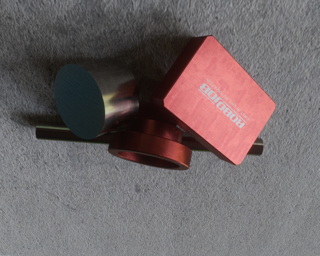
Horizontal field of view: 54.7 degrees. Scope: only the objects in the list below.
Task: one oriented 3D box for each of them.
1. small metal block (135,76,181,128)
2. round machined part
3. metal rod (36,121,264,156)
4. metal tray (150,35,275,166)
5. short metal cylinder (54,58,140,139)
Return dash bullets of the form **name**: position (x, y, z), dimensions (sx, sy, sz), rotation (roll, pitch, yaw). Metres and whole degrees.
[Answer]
- **small metal block**: position (-0.002, -0.030, 0.365), dimensions (0.050, 0.050, 0.025), rotation (18, 128, -15)
- **round machined part**: position (-0.009, 0.019, 0.373), dimensions (0.099, 0.042, 0.098), rotation (11, 165, 3)
- **metal rod**: position (-0.010, 0.015, 0.421), dimensions (0.302, 0.025, 0.025), rotation (5, 130, -4)
- **metal tray**: position (0.064, -0.028, 0.349), dimensions (0.130, 0.030, 0.090), rotation (38, 82, -28)
- **short metal cylinder**: position (-0.069, -0.033, 0.337), dimensions (0.080, 0.050, 0.079), rotation (16, 117, 34)
